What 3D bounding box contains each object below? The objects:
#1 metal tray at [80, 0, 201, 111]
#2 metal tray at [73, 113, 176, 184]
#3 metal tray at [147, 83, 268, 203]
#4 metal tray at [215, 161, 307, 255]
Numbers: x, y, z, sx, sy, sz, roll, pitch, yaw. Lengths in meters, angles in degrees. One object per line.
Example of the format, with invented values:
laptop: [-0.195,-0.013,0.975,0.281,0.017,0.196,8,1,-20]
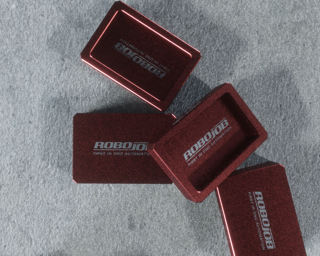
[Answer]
metal tray: [-0.024,-0.092,0.407,0.130,0.030,0.090,33,90,-1]
metal tray: [-0.045,0.026,0.407,0.131,0.030,0.089,0,90,-1]
metal tray: [0.061,0.016,0.386,0.131,0.030,0.090,-40,97,-16]
metal tray: [0.130,0.118,0.409,0.091,0.030,0.129,-14,90,-1]
